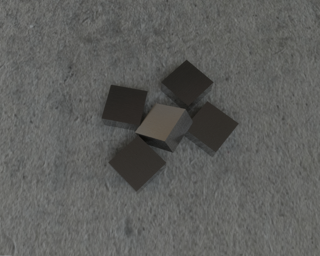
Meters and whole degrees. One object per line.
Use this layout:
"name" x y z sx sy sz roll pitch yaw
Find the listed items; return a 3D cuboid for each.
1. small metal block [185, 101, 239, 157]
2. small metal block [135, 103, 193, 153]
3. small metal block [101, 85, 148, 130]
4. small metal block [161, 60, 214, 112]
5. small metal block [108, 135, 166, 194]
"small metal block" 0.066 0.002 0.408 0.050 0.025 0.050 38 74 12
"small metal block" 0.005 -0.001 0.394 0.050 0.025 0.050 15 62 39
"small metal block" -0.046 -0.027 0.417 0.050 0.025 0.050 11 70 3
"small metal block" 0.037 -0.058 0.430 0.050 0.025 0.050 43 75 14
"small metal block" -0.028 0.047 0.391 0.050 0.025 0.050 -43 76 -14
